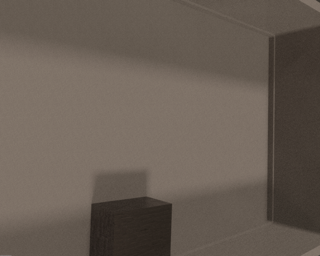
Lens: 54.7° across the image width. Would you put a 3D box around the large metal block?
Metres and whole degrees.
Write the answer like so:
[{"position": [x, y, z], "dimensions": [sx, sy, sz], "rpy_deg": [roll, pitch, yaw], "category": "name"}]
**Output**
[{"position": [-0.034, 0.129, 0.364], "dimensions": [0.081, 0.050, 0.079], "rpy_deg": [3, 88, -40], "category": "large metal block"}]
